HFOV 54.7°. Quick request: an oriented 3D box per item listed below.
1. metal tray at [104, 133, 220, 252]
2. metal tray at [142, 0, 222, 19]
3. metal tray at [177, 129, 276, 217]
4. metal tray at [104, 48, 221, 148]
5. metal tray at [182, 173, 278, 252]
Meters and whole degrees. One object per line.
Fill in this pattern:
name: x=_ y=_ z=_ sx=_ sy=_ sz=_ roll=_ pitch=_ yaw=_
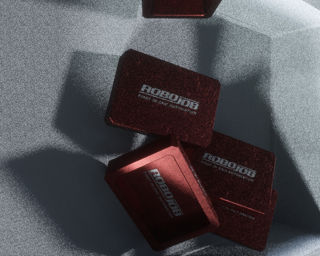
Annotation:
metal tray: x=0.005 y=0.081 z=0.372 sx=0.090 sy=0.030 sz=0.130 roll=-25 pitch=112 yaw=9
metal tray: x=0.029 y=-0.163 z=0.342 sx=0.091 sy=0.130 sz=0.030 roll=-2 pitch=86 yaw=-7
metal tray: x=0.089 y=0.058 z=0.427 sx=0.131 sy=0.030 sz=0.090 roll=21 pitch=64 yaw=-6
metal tray: x=0.006 y=-0.032 z=0.383 sx=0.131 sy=0.030 sz=0.090 roll=15 pitch=80 yaw=-21
metal tray: x=0.097 y=0.110 z=0.446 sx=0.131 sy=0.030 sz=0.090 roll=24 pitch=71 yaw=-8
